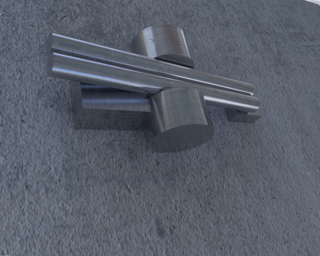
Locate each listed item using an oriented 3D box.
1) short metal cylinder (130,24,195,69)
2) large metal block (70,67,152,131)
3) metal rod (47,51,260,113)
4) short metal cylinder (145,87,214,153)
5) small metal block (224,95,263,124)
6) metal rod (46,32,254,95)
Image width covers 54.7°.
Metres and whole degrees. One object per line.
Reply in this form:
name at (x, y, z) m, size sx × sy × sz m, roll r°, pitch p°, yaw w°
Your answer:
short metal cylinder at (0.003, -0.096, 0.430) m, size 0.081 × 0.080 × 0.050 m, roll 1°, pitch 61°, yaw -28°
large metal block at (-0.064, -0.043, 0.382) m, size 0.081 × 0.050 × 0.080 m, roll 2°, pitch 61°, yaw -27°
metal rod at (0.017, -0.049, 0.387) m, size 0.302 × 0.025 × 0.025 m, roll 6°, pitch 59°, yaw -34°
short metal cylinder at (0.022, -0.008, 0.386) m, size 0.081 × 0.080 × 0.050 m, roll 1°, pitch 61°, yaw -28°
small metal block at (0.130, -0.036, 0.497) m, size 0.050 × 0.025 × 0.050 m, roll 3°, pitch 61°, yaw -27°
metal rod at (0.012, -0.071, 0.398) m, size 0.302 × 0.025 × 0.025 m, roll 6°, pitch 59°, yaw -34°
